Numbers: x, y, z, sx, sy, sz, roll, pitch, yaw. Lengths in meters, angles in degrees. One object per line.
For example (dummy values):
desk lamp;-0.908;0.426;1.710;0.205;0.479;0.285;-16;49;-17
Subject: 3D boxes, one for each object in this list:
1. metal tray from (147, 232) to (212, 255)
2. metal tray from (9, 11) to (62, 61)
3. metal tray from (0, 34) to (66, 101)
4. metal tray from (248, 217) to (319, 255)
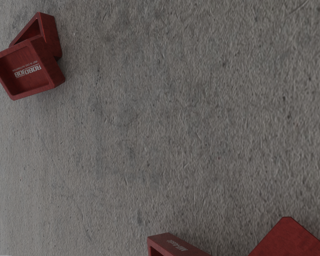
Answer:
metal tray;0.023;0.176;0.342;0.130;0.030;0.089;161;104;-69
metal tray;-0.246;-0.152;0.604;0.130;0.030;0.090;-26;74;37
metal tray;-0.245;-0.106;0.565;0.130;0.030;0.090;-10;116;32
metal tray;0.134;0.154;0.265;0.090;0.030;0.130;-47;57;-2
